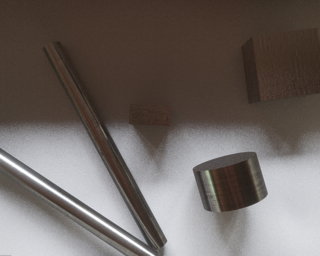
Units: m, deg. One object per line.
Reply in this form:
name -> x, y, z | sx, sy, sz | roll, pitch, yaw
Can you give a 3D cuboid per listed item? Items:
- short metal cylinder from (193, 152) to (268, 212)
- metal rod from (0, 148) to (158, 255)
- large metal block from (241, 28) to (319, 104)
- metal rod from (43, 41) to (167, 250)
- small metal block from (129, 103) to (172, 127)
short metal cylinder -> 0.086, 0.065, 0.385 | 0.080, 0.080, 0.050 | -16, 90, 0
metal rod -> -0.136, 0.088, 0.400 | 0.301, 0.025, 0.025 | 32, 90, 3
large metal block -> 0.157, -0.078, 0.401 | 0.081, 0.050, 0.080 | -8, 90, -1
metal rod -> -0.072, 0.024, 0.410 | 0.025, 0.025, 0.299 | -28, 90, 0
small metal block -> -0.012, -0.016, 0.399 | 0.050, 0.050, 0.025 | 4, 90, -1
